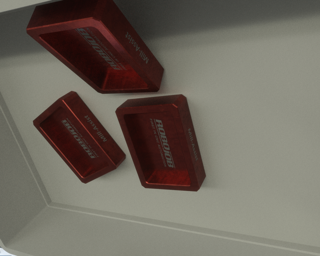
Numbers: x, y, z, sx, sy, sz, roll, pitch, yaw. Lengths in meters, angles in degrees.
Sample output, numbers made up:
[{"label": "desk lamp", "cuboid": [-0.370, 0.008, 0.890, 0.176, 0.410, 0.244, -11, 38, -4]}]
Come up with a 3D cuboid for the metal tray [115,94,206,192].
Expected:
[{"label": "metal tray", "cuboid": [0.003, 0.023, 0.416, 0.090, 0.030, 0.129, -3, 117, 29]}]

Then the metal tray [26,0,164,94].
[{"label": "metal tray", "cuboid": [-0.063, -0.082, 0.338, 0.090, 0.030, 0.130, 1, 158, 27]}]

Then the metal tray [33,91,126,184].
[{"label": "metal tray", "cuboid": [-0.126, 0.018, 0.480, 0.090, 0.030, 0.130, -29, 103, 37]}]
